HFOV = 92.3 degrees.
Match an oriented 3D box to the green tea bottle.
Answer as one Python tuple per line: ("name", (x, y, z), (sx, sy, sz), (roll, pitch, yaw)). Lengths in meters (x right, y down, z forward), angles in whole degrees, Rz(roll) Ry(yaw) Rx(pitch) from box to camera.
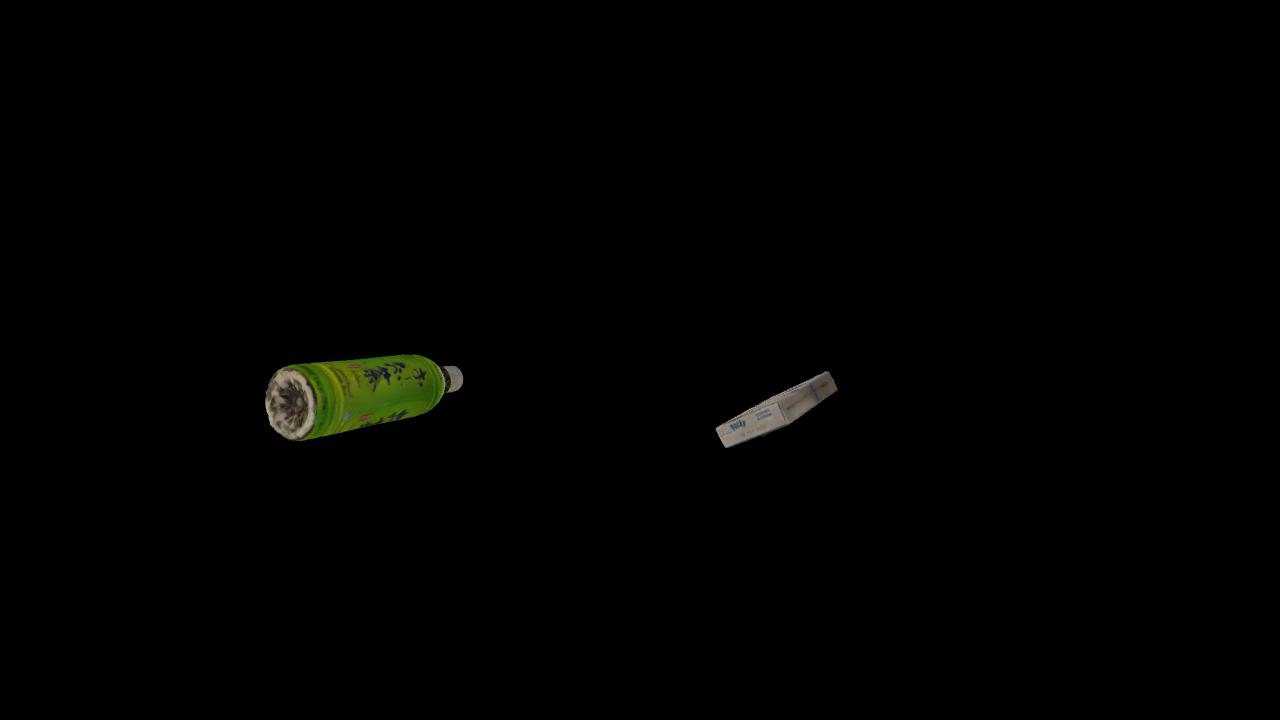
("green tea bottle", (-0.265, 0.029, 0.632), (0.073, 0.073, 0.212), (0, 6, 24))

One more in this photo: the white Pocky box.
("white Pocky box", (0.156, 0.054, 0.685), (0.084, 0.028, 0.154), (-30, -8, 37))
